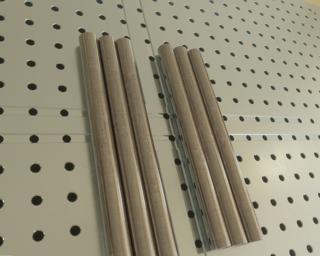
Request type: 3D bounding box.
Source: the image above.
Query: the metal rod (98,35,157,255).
[{"bbox_3d":[-0.045,0.009,0.377,0.025,0.025,0.299,1,61,-28],"label":"metal rod"}]

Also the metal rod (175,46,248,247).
[{"bbox_3d":[0.062,0.009,0.435,0.025,0.025,0.299,1,61,-28],"label":"metal rod"}]

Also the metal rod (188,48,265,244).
[{"bbox_3d":[0.086,0.009,0.447,0.025,0.025,0.299,1,61,-28],"label":"metal rod"}]

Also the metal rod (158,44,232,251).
[{"bbox_3d":[0.040,0.008,0.423,0.025,0.025,0.299,1,61,-28],"label":"metal rod"}]

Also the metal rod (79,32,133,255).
[{"bbox_3d":[-0.068,0.008,0.366,0.025,0.025,0.299,1,61,-28],"label":"metal rod"}]

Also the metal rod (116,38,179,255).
[{"bbox_3d":[-0.023,0.009,0.389,0.025,0.025,0.299,1,61,-28],"label":"metal rod"}]
